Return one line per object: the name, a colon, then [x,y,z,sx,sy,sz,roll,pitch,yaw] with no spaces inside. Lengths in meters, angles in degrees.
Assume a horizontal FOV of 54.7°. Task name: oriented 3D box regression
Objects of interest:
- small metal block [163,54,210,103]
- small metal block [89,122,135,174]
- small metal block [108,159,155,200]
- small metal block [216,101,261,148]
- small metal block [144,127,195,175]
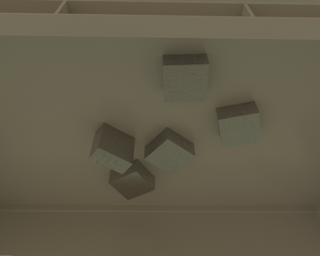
small metal block: [0.029,-0.057,0.360,0.050,0.025,0.050,-2,130,1]
small metal block: [-0.063,0.027,0.415,0.050,0.050,0.025,29,124,-22]
small metal block: [-0.042,0.080,0.477,0.050,0.025,0.050,-25,126,20]
small metal block: [0.103,-0.004,0.406,0.050,0.025,0.050,-10,130,8]
small metal block: [0.013,0.033,0.437,0.050,0.025,0.050,33,123,-25]
